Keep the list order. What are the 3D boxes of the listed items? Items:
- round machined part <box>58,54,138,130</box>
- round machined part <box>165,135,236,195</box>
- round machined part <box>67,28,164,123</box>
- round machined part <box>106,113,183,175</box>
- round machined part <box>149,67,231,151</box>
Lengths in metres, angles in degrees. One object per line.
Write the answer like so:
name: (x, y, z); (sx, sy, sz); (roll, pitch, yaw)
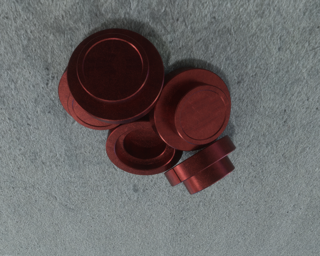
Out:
round machined part: (-0.071, -0.036, 0.368); (0.099, 0.042, 0.097); (-1, 130, 0)
round machined part: (0.058, 0.052, 0.407); (0.098, 0.099, 0.042); (-35, 81, 26)
round machined part: (-0.045, -0.055, 0.312); (0.099, 0.097, 0.042); (1, 172, -1)
round machined part: (-0.020, 0.015, 0.410); (0.099, 0.042, 0.097); (-1, 130, 0)
round machined part: (0.040, -0.019, 0.353); (0.099, 0.042, 0.097); (-6, 108, -20)
